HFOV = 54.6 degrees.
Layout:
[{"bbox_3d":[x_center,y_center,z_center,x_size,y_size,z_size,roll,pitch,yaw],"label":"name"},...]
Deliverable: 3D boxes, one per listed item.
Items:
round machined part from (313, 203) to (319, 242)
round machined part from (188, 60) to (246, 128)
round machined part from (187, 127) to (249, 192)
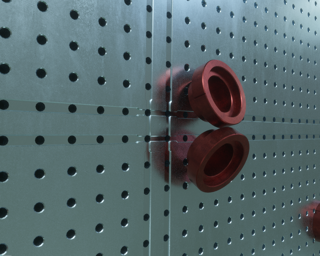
[{"bbox_3d":[0.407,0.227,0.737,0.099,0.042,0.097,0,90,-40],"label":"round machined part"},{"bbox_3d":[0.079,-0.046,0.452,0.099,0.042,0.098,17,63,-38],"label":"round machined part"},{"bbox_3d":[0.078,0.041,0.445,0.099,0.042,0.097,-20,129,-27],"label":"round machined part"}]
